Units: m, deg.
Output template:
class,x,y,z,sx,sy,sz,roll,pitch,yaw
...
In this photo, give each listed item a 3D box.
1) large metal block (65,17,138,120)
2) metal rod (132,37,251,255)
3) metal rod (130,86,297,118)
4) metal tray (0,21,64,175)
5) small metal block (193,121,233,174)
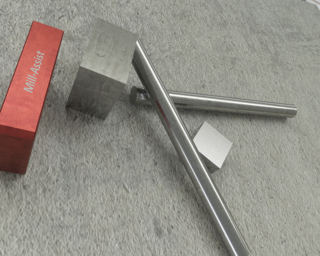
class,x,y,z,sx,sy,sz,roll,pitch,yaw
large metal block,-0.070,-0.069,0.374,0.050,0.080,0.080,20,54,-17
metal rod,0.029,0.019,0.388,0.025,0.025,0.299,-21,80,-36
metal rod,0.099,-0.037,0.481,0.303,0.025,0.025,3,61,-27
metal tray,-0.131,-0.030,0.310,0.030,0.090,0.130,15,56,-20
small metal block,0.065,0.027,0.424,0.050,0.025,0.050,39,51,-2
